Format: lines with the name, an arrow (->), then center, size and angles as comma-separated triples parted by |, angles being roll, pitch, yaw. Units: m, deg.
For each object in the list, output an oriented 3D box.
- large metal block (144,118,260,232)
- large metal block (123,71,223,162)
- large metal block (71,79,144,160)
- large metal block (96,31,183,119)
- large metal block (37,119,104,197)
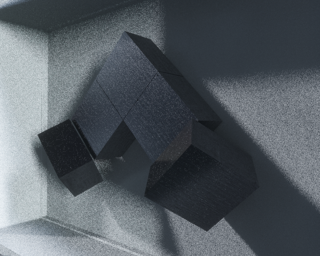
large metal block -> 0.042, 0.050, 0.326 | 0.080, 0.050, 0.080 | 32, 118, -12
large metal block -> 0.013, -0.009, 0.377 | 0.080, 0.050, 0.080 | -51, 60, 28
large metal block -> -0.075, -0.012, 0.450 | 0.080, 0.050, 0.080 | -51, 60, 28
large metal block -> -0.030, -0.067, 0.413 | 0.080, 0.050, 0.080 | -51, 60, 28
large metal block -> -0.134, 0.047, 0.471 | 0.080, 0.050, 0.080 | 54, 164, 26
